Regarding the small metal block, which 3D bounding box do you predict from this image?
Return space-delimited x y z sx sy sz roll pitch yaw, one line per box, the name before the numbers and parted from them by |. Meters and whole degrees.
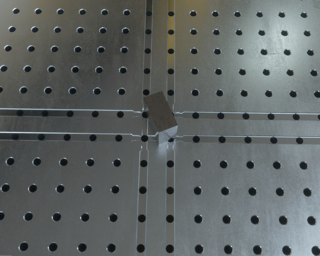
small metal block | 0.001 -0.012 0.403 0.025 0.050 0.050 -21 72 -7
